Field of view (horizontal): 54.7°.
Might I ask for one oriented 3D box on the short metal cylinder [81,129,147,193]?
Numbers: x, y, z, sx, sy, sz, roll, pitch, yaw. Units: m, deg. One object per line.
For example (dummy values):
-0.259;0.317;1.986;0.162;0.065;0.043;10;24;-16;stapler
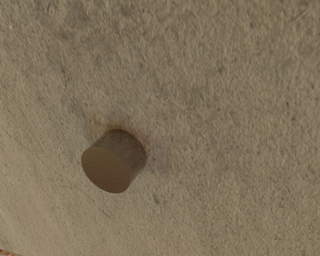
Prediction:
-0.067;0.048;0.454;0.080;0.050;0.079;13;124;20;short metal cylinder
